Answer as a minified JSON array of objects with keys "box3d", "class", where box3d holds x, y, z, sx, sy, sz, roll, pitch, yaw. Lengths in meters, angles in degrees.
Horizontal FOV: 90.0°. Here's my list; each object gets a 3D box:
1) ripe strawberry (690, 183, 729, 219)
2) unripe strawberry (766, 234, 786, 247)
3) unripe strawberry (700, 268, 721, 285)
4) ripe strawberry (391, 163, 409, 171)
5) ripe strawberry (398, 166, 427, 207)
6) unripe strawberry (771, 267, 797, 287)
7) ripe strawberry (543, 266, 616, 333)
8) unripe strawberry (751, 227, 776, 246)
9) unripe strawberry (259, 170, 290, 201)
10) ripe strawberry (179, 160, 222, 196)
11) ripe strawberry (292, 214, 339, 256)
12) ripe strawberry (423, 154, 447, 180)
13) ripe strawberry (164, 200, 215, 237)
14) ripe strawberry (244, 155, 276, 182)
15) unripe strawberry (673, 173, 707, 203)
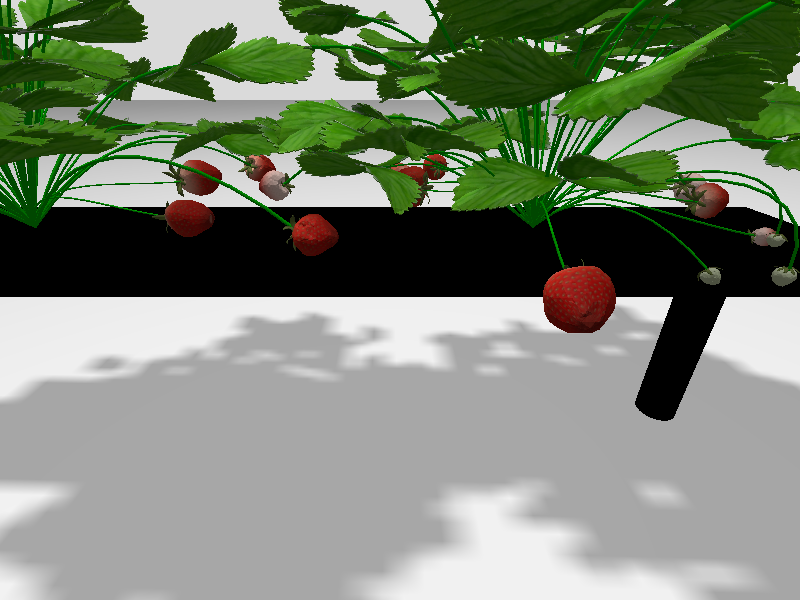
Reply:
[{"box3d":[0.299,-0.095,0.384,0.034,0.033,0.031,-5,29,-10],"class":"ripe strawberry"},{"box3d":[0.267,-0.042,0.285,0.010,0.010,0.009,14,31,25],"class":"unripe strawberry"},{"box3d":[0.197,-0.014,0.254,0.010,0.011,0.011,-17,-17,-29],"class":"unripe strawberry"},{"box3d":[-0.005,-0.138,0.458,0.040,0.039,0.037,24,36,38],"class":"ripe strawberry"},{"box3d":[0.009,-0.118,0.415,0.039,0.041,0.036,16,32,29],"class":"ripe strawberry"},{"box3d":[0.231,-0.014,0.242,0.011,0.011,0.011,-22,35,-35],"class":"unripe strawberry"},{"box3d":[0.090,0.002,0.200,0.034,0.036,0.037,5,29,9],"class":"ripe strawberry"},{"box3d":[0.288,-0.050,0.315,0.017,0.014,0.017,8,29,14],"class":"unripe strawberry"},{"box3d":[-0.140,-0.126,0.442,0.034,0.033,0.031,5,28,21],"class":"unripe strawberry"},{"box3d":[-0.226,-0.139,0.454,0.046,0.039,0.046,23,35,36],"class":"ripe strawberry"},{"box3d":[-0.061,-0.047,0.293,0.031,0.031,0.034,10,30,11],"class":"ripe strawberry"},{"box3d":[0.046,-0.181,0.543,0.033,0.034,0.036,-9,29,-17],"class":"ripe strawberry"},{"box3d":[-0.172,-0.068,0.331,0.035,0.030,0.035,5,29,8],"class":"ripe strawberry"},{"box3d":[-0.180,-0.171,0.521,0.039,0.035,0.035,20,16,33],"class":"ripe strawberry"},{"box3d":[0.314,-0.119,0.431,0.033,0.032,0.030,10,21,-30],"class":"unripe strawberry"}]
